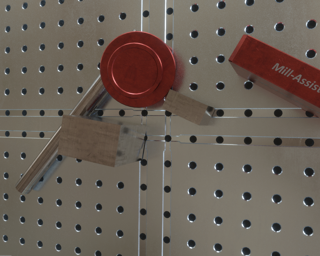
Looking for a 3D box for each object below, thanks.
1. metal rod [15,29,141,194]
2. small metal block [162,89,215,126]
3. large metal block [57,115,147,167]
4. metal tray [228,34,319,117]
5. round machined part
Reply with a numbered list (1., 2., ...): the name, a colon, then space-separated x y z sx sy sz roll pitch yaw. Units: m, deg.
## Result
1. metal rod: -0.120 -0.016 0.453 0.025 0.025 0.299 44 103 14
2. small metal block: 0.037 -0.025 0.386 0.050 0.050 0.025 26 99 18
3. large metal block: -0.073 0.014 0.408 0.080 0.080 0.050 10 94 19
4. metal tray: 0.142 -0.047 0.328 0.130 0.090 0.030 33 101 16
5. round machined part: -0.029 -0.074 0.397 0.099 0.042 0.097 1 103 4
